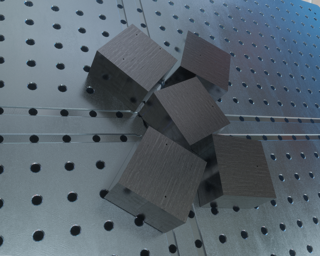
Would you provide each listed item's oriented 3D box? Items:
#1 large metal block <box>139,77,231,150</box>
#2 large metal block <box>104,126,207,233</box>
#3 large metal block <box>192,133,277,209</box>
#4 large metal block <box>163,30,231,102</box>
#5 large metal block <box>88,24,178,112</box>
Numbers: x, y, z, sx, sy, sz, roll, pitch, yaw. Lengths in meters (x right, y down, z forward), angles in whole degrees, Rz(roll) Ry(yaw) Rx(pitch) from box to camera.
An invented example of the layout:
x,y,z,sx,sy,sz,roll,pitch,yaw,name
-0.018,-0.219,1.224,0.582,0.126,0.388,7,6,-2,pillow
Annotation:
x,y,z,sx,sy,sz,roll,pitch,yaw,name
0.033,-0.014,0.417,0.081,0.050,0.080,-25,75,-37,large metal block
-0.003,0.059,0.352,0.080,0.050,0.080,33,51,-7,large metal block
0.094,0.059,0.406,0.081,0.050,0.080,9,58,-24,large metal block
0.059,-0.089,0.476,0.080,0.050,0.080,25,53,-16,large metal block
-0.036,-0.082,0.422,0.080,0.050,0.080,39,51,-1,large metal block
